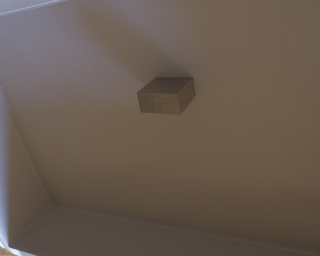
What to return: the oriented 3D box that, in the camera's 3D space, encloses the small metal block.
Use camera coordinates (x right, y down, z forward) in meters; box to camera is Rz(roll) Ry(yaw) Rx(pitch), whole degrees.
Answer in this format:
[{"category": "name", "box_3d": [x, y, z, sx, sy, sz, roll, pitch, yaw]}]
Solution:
[{"category": "small metal block", "box_3d": [0.009, -0.039, 0.364, 0.050, 0.050, 0.025, 5, 121, 26]}]
